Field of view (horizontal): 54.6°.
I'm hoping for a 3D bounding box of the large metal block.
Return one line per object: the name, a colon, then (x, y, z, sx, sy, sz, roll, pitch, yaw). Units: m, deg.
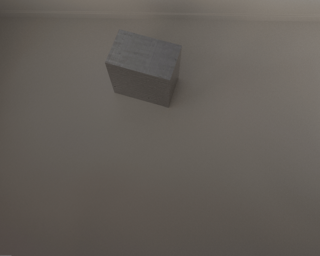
large metal block: (-0.019, -0.075, 0.408, 0.080, 0.080, 0.050, 16, 71, 6)
